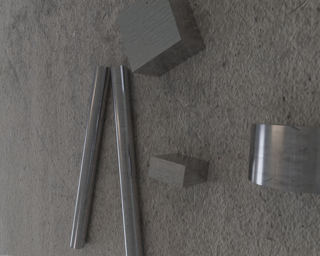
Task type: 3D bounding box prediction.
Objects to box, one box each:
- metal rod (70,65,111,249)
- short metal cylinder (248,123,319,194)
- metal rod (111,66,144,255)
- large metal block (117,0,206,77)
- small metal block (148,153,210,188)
[{"bbox_3d":[-0.112,0.050,0.497,0.025,0.025,0.298,16,100,39],"label":"metal rod"},{"bbox_3d":[0.120,0.023,0.270,0.080,0.081,0.050,5,93,40],"label":"short metal cylinder"},{"bbox_3d":[-0.046,0.060,0.443,0.025,0.025,0.298,-9,85,39],"label":"metal rod"},{"bbox_3d":[0.000,-0.120,0.389,0.080,0.050,0.080,-26,74,37],"label":"large metal block"},{"bbox_3d":[0.023,0.049,0.370,0.050,0.050,0.025,12,98,39],"label":"small metal block"}]
